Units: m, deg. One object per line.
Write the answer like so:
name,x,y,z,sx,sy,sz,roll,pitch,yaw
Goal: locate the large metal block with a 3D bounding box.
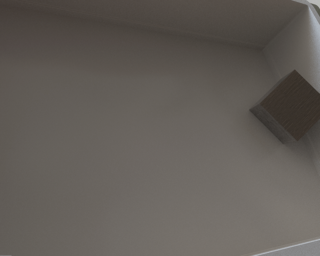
large metal block,0.207,-0.032,0.498,0.080,0.050,0.080,-43,86,-7
